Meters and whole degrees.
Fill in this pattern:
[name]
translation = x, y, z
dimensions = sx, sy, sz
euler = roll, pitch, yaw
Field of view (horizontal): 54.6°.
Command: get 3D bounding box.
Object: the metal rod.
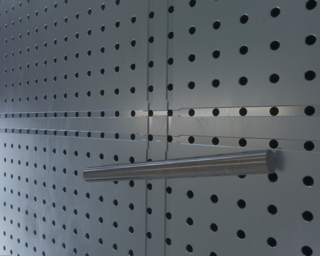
[metal rod]
translation = -0.001, 0.055, 0.411
dimensions = 0.300, 0.025, 0.025
euler = -10, 83, 39
